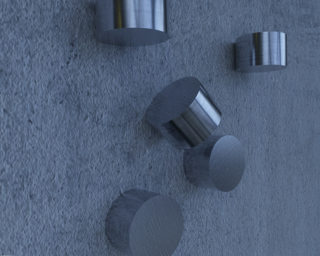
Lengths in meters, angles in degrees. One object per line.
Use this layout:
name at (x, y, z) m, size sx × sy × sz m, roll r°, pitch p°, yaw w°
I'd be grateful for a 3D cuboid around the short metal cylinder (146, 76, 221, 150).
short metal cylinder at (0.030, -0.019, 0.394) m, size 0.050 × 0.080 × 0.080 m, roll 47°, pitch 62°, yaw -30°

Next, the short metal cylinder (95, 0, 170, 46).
short metal cylinder at (-0.030, -0.125, 0.343) m, size 0.081 × 0.080 × 0.050 m, roll -3°, pitch 92°, yaw -40°

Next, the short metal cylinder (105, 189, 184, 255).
short metal cylinder at (-0.018, 0.117, 0.374) m, size 0.081 × 0.050 × 0.080 m, roll 0°, pitch 90°, yaw -40°

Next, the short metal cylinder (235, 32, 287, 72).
short metal cylinder at (0.165, -0.121, 0.507) m, size 0.081 × 0.080 × 0.050 m, roll -2°, pitch 92°, yaw -40°

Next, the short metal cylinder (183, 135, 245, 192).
short metal cylinder at (0.080, 0.050, 0.455) m, size 0.081 × 0.050 × 0.080 m, roll 0°, pitch 90°, yaw -40°
